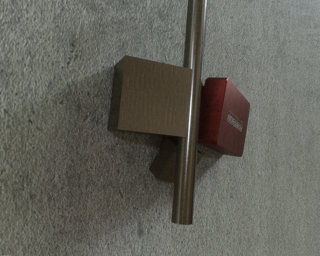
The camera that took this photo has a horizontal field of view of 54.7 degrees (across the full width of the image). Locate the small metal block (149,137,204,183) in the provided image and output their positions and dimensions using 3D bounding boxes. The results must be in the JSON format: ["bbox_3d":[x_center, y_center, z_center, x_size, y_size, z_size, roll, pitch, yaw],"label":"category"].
[{"bbox_3d":[0.022,0.045,0.412,0.050,0.025,0.050,20,103,-38],"label":"small metal block"}]

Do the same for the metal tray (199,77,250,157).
[{"bbox_3d":[0.097,-0.011,0.455,0.130,0.030,0.090,24,75,-59],"label":"metal tray"}]

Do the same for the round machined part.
[{"bbox_3d":[0.040,-0.025,0.428,0.099,0.042,0.097,0,90,-40],"label":"round machined part"}]

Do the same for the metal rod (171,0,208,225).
[{"bbox_3d":[0.038,-0.036,0.383,0.025,0.025,0.298,10,82,-40],"label":"metal rod"}]

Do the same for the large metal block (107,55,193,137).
[{"bbox_3d":[-0.013,-0.033,0.365,0.081,0.050,0.080,7,85,-22],"label":"large metal block"}]
